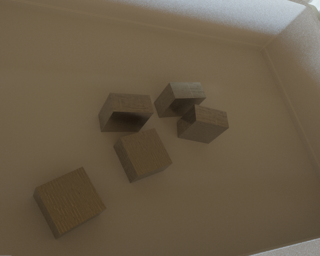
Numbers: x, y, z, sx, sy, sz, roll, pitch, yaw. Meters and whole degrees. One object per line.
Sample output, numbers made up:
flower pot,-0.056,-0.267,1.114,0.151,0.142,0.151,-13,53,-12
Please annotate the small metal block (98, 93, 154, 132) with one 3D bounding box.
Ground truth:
small metal block,-0.043,-0.018,0.379,0.050,0.050,0.025,0,62,-29

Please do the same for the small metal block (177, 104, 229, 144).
small metal block,0.058,-0.004,0.425,0.050,0.050,0.025,12,57,-23

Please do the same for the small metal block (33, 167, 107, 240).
small metal block,-0.091,0.074,0.312,0.050,0.025,0.050,-24,75,-37

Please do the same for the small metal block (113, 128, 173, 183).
small metal block,-0.021,0.033,0.376,0.050,0.025,0.050,-16,70,-35

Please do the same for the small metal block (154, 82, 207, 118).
small metal block,0.027,-0.039,0.429,0.050,0.050,0.025,-5,65,-31
